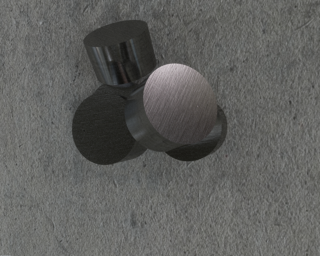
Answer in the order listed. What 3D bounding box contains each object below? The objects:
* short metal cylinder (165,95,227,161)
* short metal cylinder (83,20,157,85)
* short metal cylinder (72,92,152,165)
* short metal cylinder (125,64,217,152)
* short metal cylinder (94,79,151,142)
[{"bbox_3d":[0.039,-0.001,0.382,0.080,0.050,0.079,0,90,19],"label":"short metal cylinder"},{"bbox_3d":[-0.049,-0.097,0.390,0.080,0.080,0.050,0,129,19],"label":"short metal cylinder"},{"bbox_3d":[-0.053,0.000,0.361,0.080,0.050,0.079,0,90,19],"label":"short metal cylinder"},{"bbox_3d":[0.010,-0.019,0.316,0.050,0.081,0.080,-26,79,61],"label":"short metal cylinder"},{"bbox_3d":[-0.046,-0.022,0.412,0.080,0.050,0.079,0,90,19],"label":"short metal cylinder"}]
